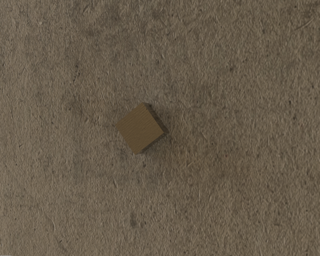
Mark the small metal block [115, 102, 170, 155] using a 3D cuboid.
[{"bbox_3d":[-0.024,0.001,0.418,0.050,0.025,0.050,-38,78,15],"label":"small metal block"}]
